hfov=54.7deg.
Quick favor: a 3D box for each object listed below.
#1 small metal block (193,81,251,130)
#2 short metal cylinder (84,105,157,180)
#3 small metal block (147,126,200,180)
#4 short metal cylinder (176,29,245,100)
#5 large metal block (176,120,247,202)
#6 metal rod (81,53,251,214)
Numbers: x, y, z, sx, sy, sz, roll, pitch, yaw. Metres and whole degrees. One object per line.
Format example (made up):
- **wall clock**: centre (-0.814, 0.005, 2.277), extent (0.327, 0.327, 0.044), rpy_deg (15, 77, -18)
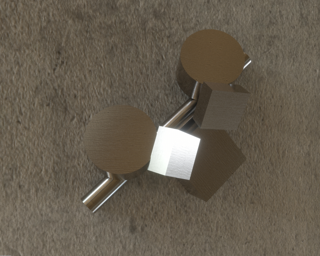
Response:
- **small metal block**: centre (0.073, -0.026, 0.372), extent (0.050, 0.025, 0.050), rpy_deg (2, 120, -20)
- **short metal cylinder**: centre (-0.045, 0.019, 0.366), extent (0.081, 0.050, 0.080), rpy_deg (1, 72, -4)
- **small metal block**: centre (0.017, 0.029, 0.352), extent (0.050, 0.025, 0.050), rpy_deg (22, 82, -51)
- **short metal cylinder**: centre (0.064, -0.081, 0.406), extent (0.081, 0.050, 0.080), rpy_deg (1, 72, -4)
- **large metal block**: centre (0.054, 0.037, 0.416), extent (0.080, 0.050, 0.080), rpy_deg (-43, 104, -15)
- **metal rod**: centre (0.018, -0.003, 0.418), extent (0.301, 0.025, 0.025), rpy_deg (-43, 104, -15)
